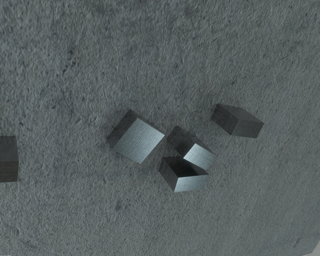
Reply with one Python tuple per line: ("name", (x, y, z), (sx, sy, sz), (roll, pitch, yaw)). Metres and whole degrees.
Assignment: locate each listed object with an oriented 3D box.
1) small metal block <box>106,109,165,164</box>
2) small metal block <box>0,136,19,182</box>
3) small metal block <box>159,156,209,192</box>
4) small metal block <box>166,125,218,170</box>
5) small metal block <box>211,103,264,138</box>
("small metal block", (-0.031, 0.012, 0.397), (0.050, 0.025, 0.050), (34, 99, -39))
("small metal block", (-0.174, 0.031, 0.315), (0.050, 0.050, 0.025), (1, 118, -29))
("small metal block", (0.034, 0.065, 0.449), (0.050, 0.050, 0.025), (-1, 119, -28))
("small metal block", (0.044, 0.027, 0.432), (0.050, 0.050, 0.025), (31, 101, -38))
("small metal block", (0.110, -0.010, 0.444), (0.050, 0.050, 0.025), (7, 115, -32))
